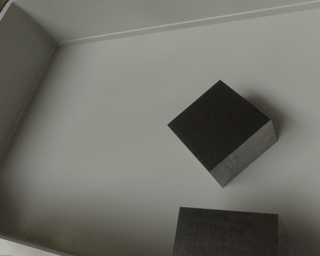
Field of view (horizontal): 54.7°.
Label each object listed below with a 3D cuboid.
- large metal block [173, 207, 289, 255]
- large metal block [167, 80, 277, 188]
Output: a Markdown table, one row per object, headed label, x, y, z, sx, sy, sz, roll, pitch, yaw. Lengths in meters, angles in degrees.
| label | x | y | z | sx | sy | sz | roll | pitch | yaw |
| --- | --- | --- | --- | --- | --- | --- | --- | --- | --- |
| large metal block | 0.065 | 0.107 | 0.270 | 0.080 | 0.080 | 0.050 | -3 | 61 | 27 |
| large metal block | 0.069 | 0.006 | 0.350 | 0.080 | 0.050 | 0.080 | -41 | 51 | 0 |
